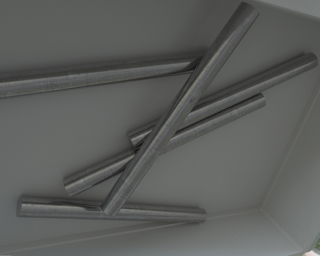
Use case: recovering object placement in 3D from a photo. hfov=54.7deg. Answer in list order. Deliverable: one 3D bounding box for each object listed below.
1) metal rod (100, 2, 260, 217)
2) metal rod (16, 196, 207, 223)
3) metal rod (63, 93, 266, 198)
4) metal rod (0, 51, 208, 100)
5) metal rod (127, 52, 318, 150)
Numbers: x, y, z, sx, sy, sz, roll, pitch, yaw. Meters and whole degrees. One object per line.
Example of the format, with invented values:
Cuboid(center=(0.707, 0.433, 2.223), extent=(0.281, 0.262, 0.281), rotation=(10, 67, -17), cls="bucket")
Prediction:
Cuboid(center=(0.017, -0.014, 0.375), extent=(0.025, 0.025, 0.299), rotation=(26, 104, -37), cls="metal rod")
Cuboid(center=(-0.048, 0.124, 0.458), extent=(0.302, 0.025, 0.025), rotation=(14, 111, -34), cls="metal rod")
Cuboid(center=(0.016, 0.017, 0.427), extent=(0.302, 0.025, 0.025), rotation=(-24, 127, -14), cls="metal rod")
Cuboid(center=(-0.066, -0.058, 0.336), extent=(0.302, 0.025, 0.025), rotation=(-12, 124, -22), cls="metal rod")
Cuboid(center=(0.096, -0.042, 0.434), extent=(0.302, 0.025, 0.025), rotation=(-24, 127, -14), cls="metal rod")
